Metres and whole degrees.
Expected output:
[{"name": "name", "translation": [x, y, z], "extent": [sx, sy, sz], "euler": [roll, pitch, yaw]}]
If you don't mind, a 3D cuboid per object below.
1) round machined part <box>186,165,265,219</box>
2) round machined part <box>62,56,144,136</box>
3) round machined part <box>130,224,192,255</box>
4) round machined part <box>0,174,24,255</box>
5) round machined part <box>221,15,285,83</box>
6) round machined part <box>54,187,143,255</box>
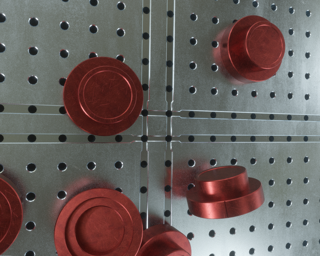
[{"name": "round machined part", "translation": [0.082, 0.078, 0.404], "extent": [0.099, 0.098, 0.042], "euler": [-14, 95, -20]}, {"name": "round machined part", "translation": [-0.067, -0.039, 0.379], "extent": [0.099, 0.042, 0.097], "euler": [0, 90, -20]}, {"name": "round machined part", "translation": [0.003, 0.176, 0.390], "extent": [0.099, 0.042, 0.097], "euler": [-8, 105, -34]}, {"name": "round machined part", "translation": [-0.199, 0.092, 0.331], "extent": [0.099, 0.042, 0.097], "euler": [0, 90, -20]}, {"name": "round machined part", "translation": [0.143, -0.117, 0.456], "extent": [0.099, 0.042, 0.097], "euler": [0, 90, -20]}, {"name": "round machined part", "translation": [-0.071, 0.121, 0.368], "extent": [0.099, 0.042, 0.098], "euler": [2, 78, -7]}]
